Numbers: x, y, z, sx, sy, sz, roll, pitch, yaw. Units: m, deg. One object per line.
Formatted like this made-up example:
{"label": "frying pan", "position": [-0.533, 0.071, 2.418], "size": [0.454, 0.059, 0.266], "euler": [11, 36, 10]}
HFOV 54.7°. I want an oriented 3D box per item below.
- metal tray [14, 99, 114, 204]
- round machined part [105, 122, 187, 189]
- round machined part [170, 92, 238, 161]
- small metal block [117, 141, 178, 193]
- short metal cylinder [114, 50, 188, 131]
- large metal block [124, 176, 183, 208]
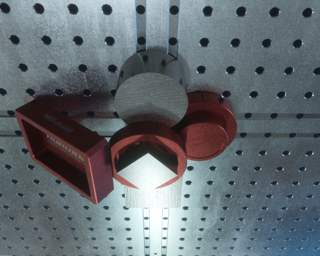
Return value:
{"label": "metal tray", "position": [-0.118, 0.028, 0.384], "size": [0.130, 0.030, 0.089], "euler": [26, 136, 26]}
{"label": "round machined part", "position": [-0.017, 0.030, 0.388], "size": [0.099, 0.042, 0.097], "euler": [0, 130, 0]}
{"label": "round machined part", "position": [0.052, 0.005, 0.404], "size": [0.099, 0.042, 0.097], "euler": [0, 130, 0]}
{"label": "small metal block", "position": [-0.015, 0.046, 0.369], "size": [0.050, 0.025, 0.050], "euler": [-34, 123, 25]}
{"label": "short metal cylinder", "position": [-0.010, -0.042, 0.359], "size": [0.081, 0.050, 0.079], "euler": [0, 130, 0]}
{"label": "large metal block", "position": [-0.010, 0.072, 0.453], "size": [0.081, 0.050, 0.079], "euler": [0, 130, -1]}
